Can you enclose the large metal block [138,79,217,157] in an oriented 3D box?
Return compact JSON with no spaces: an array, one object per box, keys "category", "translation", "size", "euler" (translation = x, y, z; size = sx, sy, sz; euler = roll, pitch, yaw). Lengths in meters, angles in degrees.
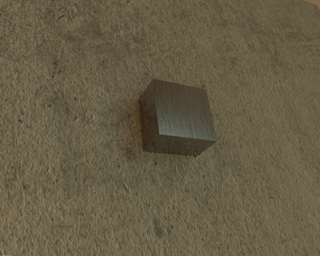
[{"category":"large metal block","translation":[0.021,-0.011,0.409],"size":[0.081,0.050,0.080],"euler":[8,58,-25]}]
